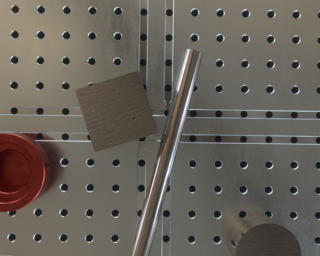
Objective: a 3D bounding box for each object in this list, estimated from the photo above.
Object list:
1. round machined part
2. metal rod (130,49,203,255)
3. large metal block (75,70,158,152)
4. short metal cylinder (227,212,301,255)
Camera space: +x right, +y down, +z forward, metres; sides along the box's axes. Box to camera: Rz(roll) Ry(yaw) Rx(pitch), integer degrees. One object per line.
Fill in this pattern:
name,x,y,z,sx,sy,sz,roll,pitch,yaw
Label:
round machined part,-0.192,0.055,0.402,0.099,0.042,0.097,0,90,-1
metal rod,0.007,0.043,0.413,0.025,0.025,0.298,15,90,-1
large metal block,-0.053,-0.020,0.400,0.080,0.050,0.080,-17,90,-1
short metal cylinder,0.133,0.156,0.403,0.081,0.050,0.079,0,90,-1
